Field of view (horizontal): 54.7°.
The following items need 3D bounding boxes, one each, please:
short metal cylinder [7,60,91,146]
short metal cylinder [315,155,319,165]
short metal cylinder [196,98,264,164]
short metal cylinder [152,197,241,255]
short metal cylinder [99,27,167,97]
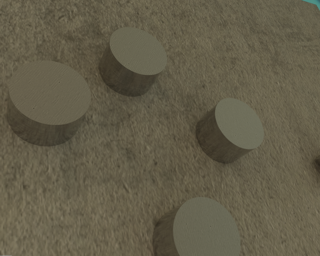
[{"bbox_3d":[-0.122,-0.026,0.339,0.081,0.050,0.080,14,56,-21],"label":"short metal cylinder"},{"bbox_3d":[0.307,0.051,0.506,0.081,0.080,0.050,-23,74,-36],"label":"short metal cylinder"},{"bbox_3d":[0.099,0.004,0.440,0.081,0.050,0.080,14,56,-21],"label":"short metal cylinder"},{"bbox_3d":[0.039,0.121,0.336,0.081,0.050,0.080,14,56,-21],"label":"short metal cylinder"},{"bbox_3d":[-0.037,-0.090,0.424,0.081,0.050,0.080,14,56,-21],"label":"short metal cylinder"}]
